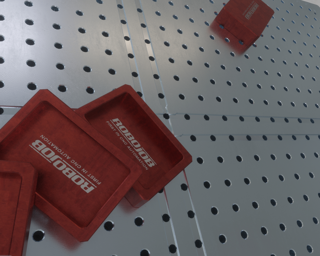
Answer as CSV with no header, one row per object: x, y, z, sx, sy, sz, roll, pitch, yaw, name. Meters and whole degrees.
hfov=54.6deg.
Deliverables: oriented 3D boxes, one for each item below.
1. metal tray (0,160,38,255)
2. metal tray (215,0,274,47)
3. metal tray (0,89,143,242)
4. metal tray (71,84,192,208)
-0.173,0.069,0.246,0.131,0.030,0.090,7,70,-15,metal tray
0.179,-0.234,0.643,0.090,0.030,0.130,39,51,-2,metal tray
-0.094,0.036,0.308,0.130,0.030,0.090,40,77,-1,metal tray
-0.034,0.017,0.375,0.130,0.030,0.091,49,51,6,metal tray
